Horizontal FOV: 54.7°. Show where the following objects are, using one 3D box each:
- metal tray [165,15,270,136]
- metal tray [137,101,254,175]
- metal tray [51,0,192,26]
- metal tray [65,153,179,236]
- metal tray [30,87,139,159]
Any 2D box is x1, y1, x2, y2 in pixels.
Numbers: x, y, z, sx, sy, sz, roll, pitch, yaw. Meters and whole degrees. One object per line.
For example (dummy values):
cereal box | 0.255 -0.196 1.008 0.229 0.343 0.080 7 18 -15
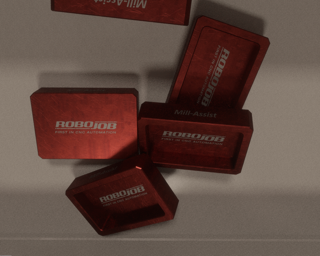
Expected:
metal tray | 0.066 -0.062 0.386 0.091 0.030 0.129 17 109 -7
metal tray | 0.041 0.014 0.386 0.131 0.030 0.089 5 136 5
metal tray | -0.036 -0.132 0.327 0.131 0.090 0.030 5 110 -3
metal tray | -0.052 0.094 0.420 0.130 0.030 0.090 -22 111 26
metal tray | -0.094 -0.006 0.405 0.131 0.030 0.089 0 110 -1
